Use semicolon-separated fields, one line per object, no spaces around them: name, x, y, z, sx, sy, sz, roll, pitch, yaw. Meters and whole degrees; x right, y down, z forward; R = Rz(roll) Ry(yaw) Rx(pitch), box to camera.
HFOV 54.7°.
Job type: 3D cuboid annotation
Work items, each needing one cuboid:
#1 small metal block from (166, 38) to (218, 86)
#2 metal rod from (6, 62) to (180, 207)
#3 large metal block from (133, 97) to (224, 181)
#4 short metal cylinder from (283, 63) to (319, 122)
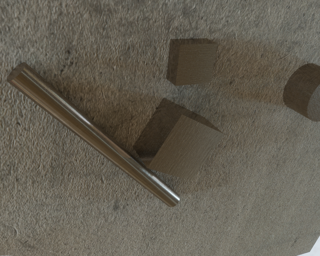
small metal block;0.038;-0.081;0.379;0.050;0.025;0.050;-9;122;-24
metal rod;-0.059;0.030;0.394;0.025;0.025;0.300;-43;130;1
large metal block;0.024;0.017;0.416;0.080;0.050;0.080;22;106;-37
short metal cylinder;0.246;-0.057;0.493;0.081;0.050;0.079;-14;125;-21
